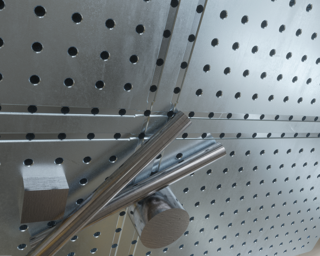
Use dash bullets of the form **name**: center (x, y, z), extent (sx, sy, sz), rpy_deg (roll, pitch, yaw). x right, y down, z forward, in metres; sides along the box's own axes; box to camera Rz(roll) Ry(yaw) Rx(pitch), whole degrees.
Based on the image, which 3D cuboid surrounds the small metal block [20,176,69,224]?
- **small metal block**: center (-0.145, 0.089, 0.387), extent (0.050, 0.025, 0.050), rpy_deg (3, 117, -30)

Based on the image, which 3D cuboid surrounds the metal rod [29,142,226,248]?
- **metal rod**: center (-0.037, 0.096, 0.450), extent (0.302, 0.025, 0.025), rpy_deg (-25, 128, -13)

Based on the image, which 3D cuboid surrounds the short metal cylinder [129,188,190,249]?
- **short metal cylinder**: center (-0.002, 0.138, 0.480), extent (0.081, 0.050, 0.079), rpy_deg (-14, 124, -21)

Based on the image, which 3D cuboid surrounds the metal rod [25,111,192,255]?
- **metal rod**: center (-0.074, 0.088, 0.406), extent (0.300, 0.025, 0.025), rpy_deg (-43, 130, -6)
